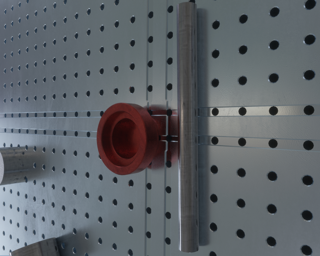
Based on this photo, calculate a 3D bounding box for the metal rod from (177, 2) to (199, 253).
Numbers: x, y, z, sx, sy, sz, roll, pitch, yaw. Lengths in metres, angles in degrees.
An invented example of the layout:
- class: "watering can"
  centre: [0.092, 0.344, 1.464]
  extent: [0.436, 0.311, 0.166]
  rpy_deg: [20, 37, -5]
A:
- class: "metal rod"
  centre: [0.034, -0.001, 0.381]
  extent: [0.025, 0.025, 0.298]
  rpy_deg: [-1, 89, 40]

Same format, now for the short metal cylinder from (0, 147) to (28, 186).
- class: "short metal cylinder"
  centre: [-0.326, 0.081, 0.663]
  extent: [0.080, 0.050, 0.080]
  rpy_deg: [0, 90, 40]

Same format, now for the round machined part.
- class: "round machined part"
  centre: [-0.041, 0.014, 0.432]
  extent: [0.098, 0.042, 0.097]
  rpy_deg: [0, 90, 40]

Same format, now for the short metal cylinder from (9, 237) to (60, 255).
- class: "short metal cylinder"
  centre: [-0.223, 0.237, 0.558]
  extent: [0.080, 0.081, 0.050]
  rpy_deg: [-33, 70, 35]
